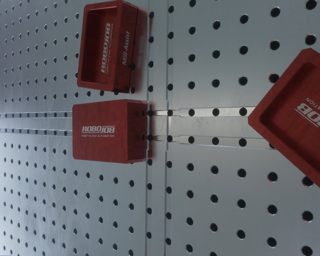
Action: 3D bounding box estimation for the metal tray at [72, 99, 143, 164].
[{"bbox_3d":[-0.084,0.005,0.477,0.130,0.030,0.090,-1,89,40],"label":"metal tray"}]

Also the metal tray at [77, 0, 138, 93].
[{"bbox_3d":[-0.083,-0.123,0.476,0.090,0.030,0.129,12,98,39],"label":"metal tray"}]

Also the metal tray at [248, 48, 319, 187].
[{"bbox_3d":[0.156,0.001,0.277,0.130,0.030,0.090,48,118,29],"label":"metal tray"}]
